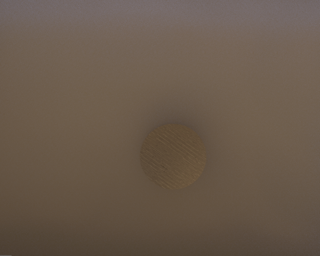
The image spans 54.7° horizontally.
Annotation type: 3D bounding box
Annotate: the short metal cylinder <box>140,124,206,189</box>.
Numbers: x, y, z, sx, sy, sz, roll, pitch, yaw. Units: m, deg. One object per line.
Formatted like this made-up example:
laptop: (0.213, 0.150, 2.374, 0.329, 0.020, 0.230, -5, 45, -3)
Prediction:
short metal cylinder: (0.016, 0.034, 0.399, 0.081, 0.050, 0.079, 0, 90, -1)
